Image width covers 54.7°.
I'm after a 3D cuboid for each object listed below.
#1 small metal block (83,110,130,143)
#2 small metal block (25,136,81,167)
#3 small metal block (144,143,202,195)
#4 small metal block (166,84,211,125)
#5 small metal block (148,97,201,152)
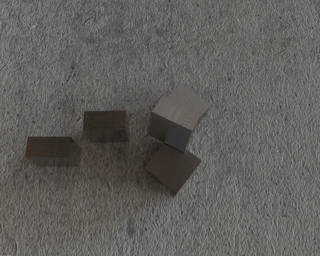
[{"bbox_3d":[-0.066,-0.001,0.394,0.050,0.050,0.025,-1,70,-1],"label":"small metal block"},{"bbox_3d":[-0.130,0.030,0.383,0.050,0.050,0.025,0,70,0],"label":"small metal block"},{"bbox_3d":[0.016,0.048,0.390,0.050,0.025,0.050,36,74,12],"label":"small metal block"},{"bbox_3d":[0.031,-0.023,0.412,0.050,0.025,0.050,37,63,12],"label":"small metal block"},{"bbox_3d":[0.016,-0.003,0.371,0.050,0.050,0.025,26,57,8],"label":"small metal block"}]
